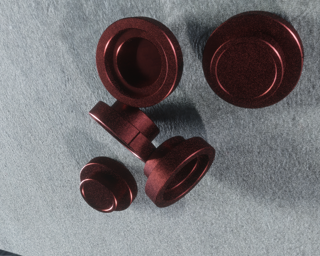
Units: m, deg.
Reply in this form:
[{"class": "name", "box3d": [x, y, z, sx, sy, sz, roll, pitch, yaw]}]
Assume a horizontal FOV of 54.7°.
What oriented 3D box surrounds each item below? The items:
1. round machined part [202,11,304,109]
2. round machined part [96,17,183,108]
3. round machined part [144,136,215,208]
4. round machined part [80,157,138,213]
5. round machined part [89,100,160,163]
[{"class": "round machined part", "box3d": [0.089, -0.063, 0.310, 0.098, 0.042, 0.097, 13, 124, 20]}, {"class": "round machined part", "box3d": [-0.020, -0.076, 0.352, 0.098, 0.042, 0.097, 9, 114, 21]}, {"class": "round machined part", "box3d": [0.019, 0.048, 0.384, 0.042, 0.099, 0.097, 43, 133, 28]}, {"class": "round machined part", "box3d": [-0.089, 0.098, 0.502, 0.098, 0.042, 0.097, 13, 124, 20]}, {"class": "round machined part", "box3d": [-0.039, -0.002, 0.392, 0.098, 0.042, 0.098, 40, 171, 8]}]
